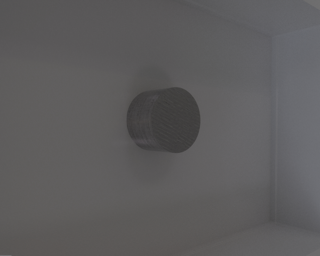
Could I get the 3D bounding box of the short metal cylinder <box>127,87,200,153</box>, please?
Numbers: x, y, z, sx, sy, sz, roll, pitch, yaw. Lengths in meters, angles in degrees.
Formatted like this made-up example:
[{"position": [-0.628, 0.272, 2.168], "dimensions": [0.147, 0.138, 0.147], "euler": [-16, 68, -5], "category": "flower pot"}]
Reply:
[{"position": [0.005, -0.010, 0.394], "dimensions": [0.081, 0.050, 0.080], "euler": [0, 90, -40], "category": "short metal cylinder"}]
